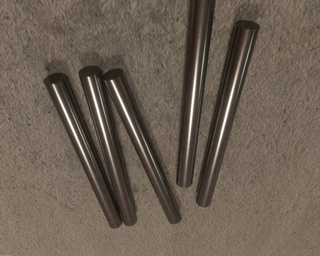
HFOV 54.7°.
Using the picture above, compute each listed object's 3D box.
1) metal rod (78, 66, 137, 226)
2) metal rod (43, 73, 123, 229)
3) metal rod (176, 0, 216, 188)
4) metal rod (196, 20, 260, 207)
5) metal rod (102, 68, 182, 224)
[{"bbox_3d":[-0.066,0.048,0.447,0.025,0.025,0.298,-4,130,3],"label":"metal rod"},{"bbox_3d":[-0.100,0.055,0.452,0.025,0.025,0.298,-7,130,5],"label":"metal rod"},{"bbox_3d":[0.040,-0.031,0.381,0.025,0.025,0.298,0,130,-1],"label":"metal rod"},{"bbox_3d":[0.081,0.007,0.414,0.025,0.025,0.298,2,130,-3],"label":"metal rod"},{"bbox_3d":[-0.014,0.048,0.447,0.025,0.025,0.299,-12,130,10],"label":"metal rod"}]
